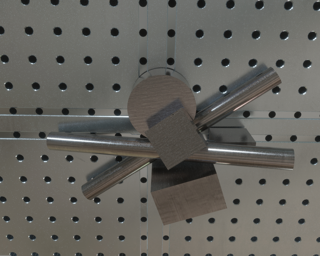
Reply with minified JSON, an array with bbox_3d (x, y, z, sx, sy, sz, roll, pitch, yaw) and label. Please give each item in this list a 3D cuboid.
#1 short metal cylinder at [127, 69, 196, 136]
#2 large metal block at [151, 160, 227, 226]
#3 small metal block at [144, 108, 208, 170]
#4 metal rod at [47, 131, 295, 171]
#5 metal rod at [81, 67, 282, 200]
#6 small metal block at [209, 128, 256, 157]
[{"bbox_3d":[0.002,-0.031,0.385,0.081,0.050,0.079,0,109,0],"label":"short metal cylinder"},{"bbox_3d":[0.035,0.072,0.406,0.080,0.080,0.050,-17,109,6],"label":"large metal block"},{"bbox_3d":[0.019,0.012,0.352,0.050,0.025,0.050,-34,84,11],"label":"small metal block"},{"bbox_3d":[0.003,0.026,0.382,0.301,0.025,0.025,4,111,12],"label":"metal rod"},{"bbox_3d":[0.020,0.013,0.415,0.300,0.025,0.025,-32,107,11],"label":"metal rod"},{"bbox_3d":[0.092,0.020,0.405,0.050,0.050,0.025,1,110,1],"label":"small metal block"}]
